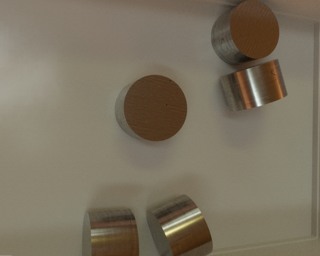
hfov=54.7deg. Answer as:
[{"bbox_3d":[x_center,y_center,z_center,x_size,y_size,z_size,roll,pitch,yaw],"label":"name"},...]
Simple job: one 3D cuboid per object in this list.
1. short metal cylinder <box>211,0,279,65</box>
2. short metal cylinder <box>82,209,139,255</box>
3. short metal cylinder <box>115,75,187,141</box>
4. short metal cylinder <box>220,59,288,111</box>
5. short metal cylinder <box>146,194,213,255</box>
[{"bbox_3d":[0.121,-0.134,0.443,0.081,0.050,0.079,0,90,-21],"label":"short metal cylinder"},{"bbox_3d":[-0.060,0.136,0.360,0.050,0.080,0.079,2,90,-20],"label":"short metal cylinder"},{"bbox_3d":[-0.013,-0.024,0.394,0.081,0.050,0.079,0,90,-21],"label":"short metal cylinder"},{"bbox_3d":[0.129,-0.059,0.431,0.081,0.080,0.050,-20,97,-19],"label":"short metal cylinder"},{"bbox_3d":[0.023,0.131,0.391,0.050,0.080,0.080,-19,97,-19],"label":"short metal cylinder"}]
